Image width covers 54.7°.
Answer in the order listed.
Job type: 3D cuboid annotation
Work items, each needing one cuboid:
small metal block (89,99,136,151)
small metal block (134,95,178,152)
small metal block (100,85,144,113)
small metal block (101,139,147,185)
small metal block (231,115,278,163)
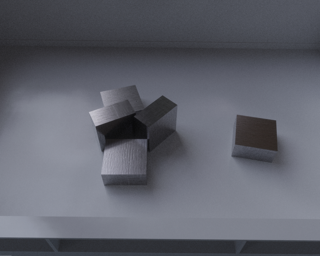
[{"bbox_3d":[-0.057,-0.003,0.391,0.050,0.050,0.025,-20,53,-17],"label":"small metal block"},{"bbox_3d":[-0.005,-0.005,0.393,0.025,0.050,0.050,36,58,26],"label":"small metal block"},{"bbox_3d":[-0.052,-0.029,0.429,0.050,0.025,0.050,-13,51,-11],"label":"small metal block"},{"bbox_3d":[-0.041,0.041,0.371,0.050,0.025,0.050,0,50,0],"label":"small metal block"},{"bbox_3d":[0.120,0.013,0.396,0.050,0.025,0.050,9,51,7],"label":"small metal block"}]
